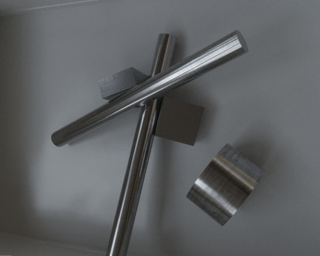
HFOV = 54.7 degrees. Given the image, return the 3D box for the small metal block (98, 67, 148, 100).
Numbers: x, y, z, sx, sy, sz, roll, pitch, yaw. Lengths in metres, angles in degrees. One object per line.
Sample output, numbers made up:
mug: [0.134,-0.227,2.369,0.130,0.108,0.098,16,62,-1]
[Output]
small metal block: [-0.045,-0.055,0.411,0.050,0.050,0.025,-17,80,19]

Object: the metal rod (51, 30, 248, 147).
metal rod: [-0.035,-0.035,0.384,0.300,0.025,0.025,-24,82,32]

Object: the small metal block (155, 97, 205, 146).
small metal block: [0.024,-0.009,0.394,0.050,0.025,0.050,15,95,-1]

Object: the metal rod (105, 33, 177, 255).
metal rod: [-0.023,0.026,0.392,0.025,0.025,0.299,11,84,19]

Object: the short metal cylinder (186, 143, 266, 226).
short metal cylinder: [0.075,0.064,0.355,0.050,0.080,0.080,38,102,16]
